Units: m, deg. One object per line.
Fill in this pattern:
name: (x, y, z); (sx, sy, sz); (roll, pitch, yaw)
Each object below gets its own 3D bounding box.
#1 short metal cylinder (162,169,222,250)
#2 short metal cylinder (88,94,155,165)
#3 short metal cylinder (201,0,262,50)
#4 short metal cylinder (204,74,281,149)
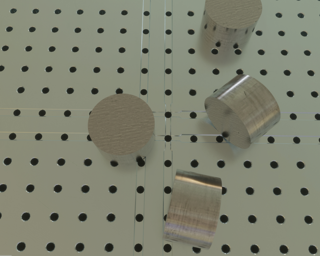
short metal cylinder: (0.036, 0.091, 0.350); (0.050, 0.080, 0.080); (12, 71, 4)
short metal cylinder: (-0.047, 0.003, 0.397); (0.081, 0.050, 0.080); (0, 70, 0)
short metal cylinder: (0.104, -0.165, 0.460); (0.081, 0.050, 0.080); (0, 70, -1)
short metal cylinder: (0.102, -0.020, 0.391); (0.050, 0.080, 0.080); (-37, 75, -13)
